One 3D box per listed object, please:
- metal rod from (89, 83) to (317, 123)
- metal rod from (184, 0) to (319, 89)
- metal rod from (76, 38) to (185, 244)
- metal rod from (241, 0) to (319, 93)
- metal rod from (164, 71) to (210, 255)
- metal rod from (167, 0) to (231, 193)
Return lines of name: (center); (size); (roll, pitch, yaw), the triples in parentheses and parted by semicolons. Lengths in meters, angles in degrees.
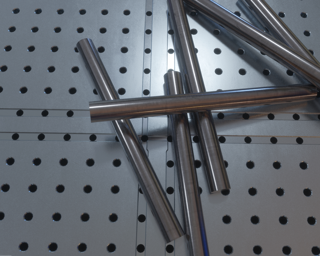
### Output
metal rod: (0.064, -0.034, 0.398); (0.302, 0.025, 0.025); (-6, 70, -13)
metal rod: (0.149, -0.121, 0.442); (0.300, 0.025, 0.025); (40, 75, 19)
metal rod: (-0.046, 0.004, 0.410); (0.025, 0.025, 0.299); (-24, 72, -8)
metal rod: (0.210, -0.096, 0.447); (0.025, 0.025, 0.299); (-29, 73, -10)
metal rod: (0.035, 0.065, 0.388); (0.025, 0.025, 0.299); (-6, 70, -2)
metal rod: (0.049, -0.061, 0.434); (0.025, 0.025, 0.299); (-10, 70, -3)
